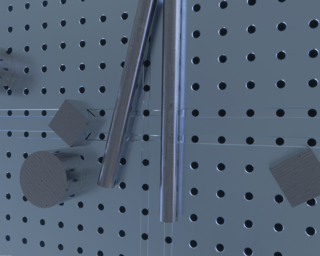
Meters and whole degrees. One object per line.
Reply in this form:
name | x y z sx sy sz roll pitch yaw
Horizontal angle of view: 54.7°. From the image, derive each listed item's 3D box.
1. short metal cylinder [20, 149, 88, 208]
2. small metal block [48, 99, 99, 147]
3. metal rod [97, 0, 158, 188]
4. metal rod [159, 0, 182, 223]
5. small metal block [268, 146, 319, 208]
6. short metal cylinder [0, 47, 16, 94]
short metal cylinder | -0.155 0.071 0.454 0.080 0.050 0.080 0 90 20
small metal block | -0.128 -0.007 0.458 0.050 0.025 0.050 40 103 15
metal rod | -0.042 -0.063 0.427 0.025 0.025 0.298 15 95 19
metal rod | 0.014 -0.028 0.407 0.025 0.025 0.298 1 90 20
small metal block | 0.161 0.055 0.356 0.050 0.025 0.050 -32 80 17
short metal cylinder | -0.284 -0.097 0.500 0.080 0.050 0.080 0 90 20
